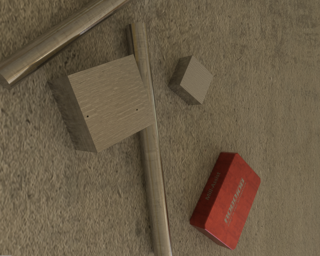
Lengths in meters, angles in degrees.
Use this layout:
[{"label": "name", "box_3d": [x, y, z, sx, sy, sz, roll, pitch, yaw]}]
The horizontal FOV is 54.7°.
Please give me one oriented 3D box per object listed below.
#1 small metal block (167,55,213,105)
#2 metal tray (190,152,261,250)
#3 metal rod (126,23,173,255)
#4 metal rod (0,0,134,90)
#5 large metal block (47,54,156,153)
[{"label": "small metal block", "box_3d": [0.045, -0.067, 0.444, 0.050, 0.025, 0.050, 36, 68, -35]}, {"label": "metal tray", "box_3d": [0.109, 0.115, 0.496, 0.090, 0.030, 0.130, 44, 63, -31]}, {"label": "metal rod", "box_3d": [-0.013, 0.021, 0.396, 0.025, 0.025, 0.298, -11, 97, -40]}, {"label": "metal rod", "box_3d": [-0.059, -0.143, 0.356, 0.301, 0.025, 0.025, -49, 119, -29]}, {"label": "large metal block", "box_3d": [-0.061, -0.028, 0.339, 0.081, 0.050, 0.080, -29, 109, -36]}]
